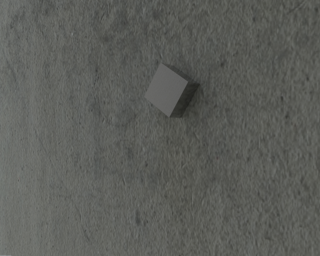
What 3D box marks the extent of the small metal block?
[{"bbox_3d":[0.014,-0.047,0.392,0.050,0.025,0.050,41,115,32],"label":"small metal block"}]
